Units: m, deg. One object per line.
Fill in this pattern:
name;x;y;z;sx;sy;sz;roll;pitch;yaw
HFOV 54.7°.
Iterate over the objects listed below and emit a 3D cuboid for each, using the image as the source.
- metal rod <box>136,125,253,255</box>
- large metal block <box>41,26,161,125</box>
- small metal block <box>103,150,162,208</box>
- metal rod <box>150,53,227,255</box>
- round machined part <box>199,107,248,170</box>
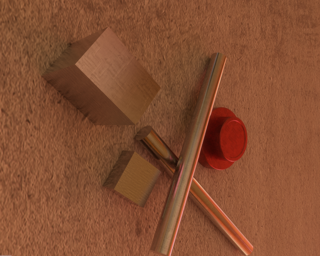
metal rod;0.064;0.107;0.461;0.300;0.025;0.025;50;60;-29
large metal block;-0.061;-0.047;0.319;0.080;0.080;0.050;47;62;-30
small metal block;-0.033;0.062;0.379;0.050;0.025;0.050;42;64;-32
metal rod;0.046;0.017;0.418;0.025;0.025;0.300;39;58;-33
round machined part;0.098;0.016;0.479;0.099;0.042;0.097;0;90;-40
